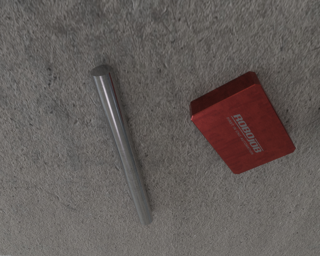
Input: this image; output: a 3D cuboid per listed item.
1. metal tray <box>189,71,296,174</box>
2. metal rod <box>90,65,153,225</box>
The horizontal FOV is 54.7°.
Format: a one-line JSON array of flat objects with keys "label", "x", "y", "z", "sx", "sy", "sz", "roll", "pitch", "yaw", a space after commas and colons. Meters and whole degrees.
[{"label": "metal tray", "x": 0.109, "y": 0.000, "z": 0.405, "sx": 0.090, "sy": 0.030, "sz": 0.130, "roll": -27, "pitch": 125, "yaw": 21}, {"label": "metal rod", "x": -0.045, "y": 0.047, "z": 0.446, "sx": 0.025, "sy": 0.025, "sz": 0.298, "roll": -6, "pitch": 130, "yaw": 5}]
